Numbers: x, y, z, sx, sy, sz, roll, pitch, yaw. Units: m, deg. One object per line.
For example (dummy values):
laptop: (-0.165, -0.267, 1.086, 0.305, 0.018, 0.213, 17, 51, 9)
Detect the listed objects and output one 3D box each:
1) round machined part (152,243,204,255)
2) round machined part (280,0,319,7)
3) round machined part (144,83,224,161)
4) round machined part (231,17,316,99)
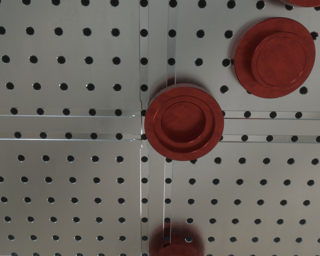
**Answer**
round machined part: (0.028, 0.222, 0.486, 0.099, 0.042, 0.097, 0, 110, 0)
round machined part: (0.162, -0.184, 0.338, 0.099, 0.042, 0.097, 0, 110, 0)
round machined part: (0.030, -0.010, 0.401, 0.099, 0.042, 0.097, 0, 110, 0)
round machined part: (0.139, -0.082, 0.375, 0.099, 0.042, 0.097, 0, 110, 0)
